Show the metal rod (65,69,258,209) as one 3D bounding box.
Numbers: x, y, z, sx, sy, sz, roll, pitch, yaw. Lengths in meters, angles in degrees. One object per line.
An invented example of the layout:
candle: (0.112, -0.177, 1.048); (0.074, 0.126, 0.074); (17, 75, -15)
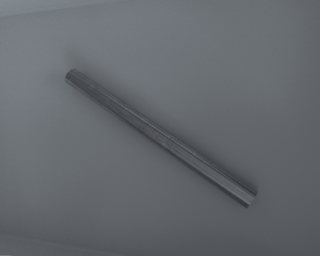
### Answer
metal rod: (-0.010, 0.005, 0.411); (0.300, 0.025, 0.025); (34, 101, 16)
